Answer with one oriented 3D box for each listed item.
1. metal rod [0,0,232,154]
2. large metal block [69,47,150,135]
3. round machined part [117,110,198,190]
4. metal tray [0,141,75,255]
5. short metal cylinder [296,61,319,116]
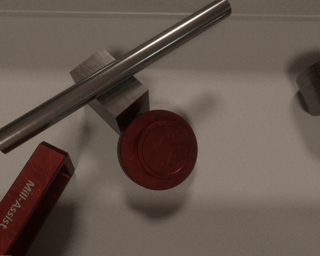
[{"bbox_3d":[-0.043,-0.066,0.348,0.301,0.025,0.025,-34,74,-12],"label":"metal rod"},{"bbox_3d":[-0.060,-0.041,0.395,0.050,0.080,0.080,-43,76,-14],"label":"large metal block"},{"bbox_3d":[0.001,0.026,0.373,0.099,0.042,0.097,1,86,-18],"label":"round machined part"},{"bbox_3d":[-0.142,0.087,0.335,0.030,0.090,0.130,27,68,0],"label":"metal tray"},{"bbox_3d":[0.228,-0.055,0.404,0.081,0.080,0.050,-13,71,-5],"label":"short metal cylinder"}]
